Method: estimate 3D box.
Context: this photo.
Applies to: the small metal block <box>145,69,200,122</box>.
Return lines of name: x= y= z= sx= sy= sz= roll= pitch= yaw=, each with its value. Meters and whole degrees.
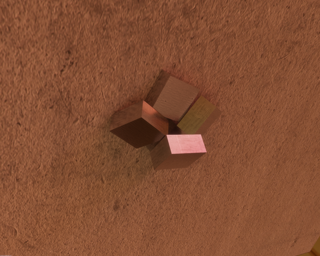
small metal block: x=0.014 y=-0.040 z=0.393 sx=0.050 sy=0.025 sz=0.050 roll=19 pitch=108 yaw=-36

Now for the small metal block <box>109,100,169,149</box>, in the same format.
small metal block: x=-0.025 y=-0.003 z=0.380 sx=0.050 sy=0.025 sz=0.050 roll=-21 pitch=139 yaw=31

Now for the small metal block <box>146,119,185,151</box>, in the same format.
small metal block: x=0.015 y=0.020 z=0.431 sx=0.050 sy=0.025 sz=0.050 roll=-48 pitch=129 yaw=5

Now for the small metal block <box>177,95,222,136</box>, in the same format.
small metal block: x=0.054 y=-0.013 z=0.418 sx=0.050 sy=0.025 sz=0.050 roll=-52 pitch=162 yaw=8

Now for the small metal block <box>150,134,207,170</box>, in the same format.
small metal block: x=0.022 y=0.031 z=0.394 sx=0.050 sy=0.025 sz=0.050 roll=0 pitch=151 yaw=-29
